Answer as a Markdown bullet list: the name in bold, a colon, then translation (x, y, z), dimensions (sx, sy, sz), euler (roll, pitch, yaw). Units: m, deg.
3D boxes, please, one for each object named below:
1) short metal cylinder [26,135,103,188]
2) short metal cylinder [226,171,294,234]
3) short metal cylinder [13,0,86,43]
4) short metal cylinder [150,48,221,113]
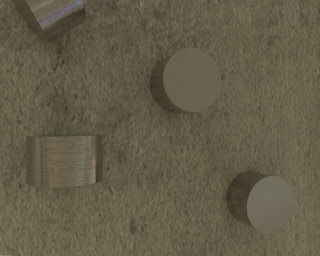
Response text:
- **short metal cylinder**: translation (-0.104, 0.033, 0.342), dimensions (0.081, 0.080, 0.050), euler (-1, 91, -20)
- **short metal cylinder**: translation (0.145, 0.106, 0.451), dimensions (0.081, 0.050, 0.079), euler (0, 90, -21)
- **short metal cylinder**: translation (-0.125, -0.140, 0.334), dimensions (0.050, 0.080, 0.080), euler (-37, 102, -16)
- **short metal cylinder**: translation (0.033, -0.060, 0.409), dimensions (0.081, 0.050, 0.079), euler (0, 90, -21)
